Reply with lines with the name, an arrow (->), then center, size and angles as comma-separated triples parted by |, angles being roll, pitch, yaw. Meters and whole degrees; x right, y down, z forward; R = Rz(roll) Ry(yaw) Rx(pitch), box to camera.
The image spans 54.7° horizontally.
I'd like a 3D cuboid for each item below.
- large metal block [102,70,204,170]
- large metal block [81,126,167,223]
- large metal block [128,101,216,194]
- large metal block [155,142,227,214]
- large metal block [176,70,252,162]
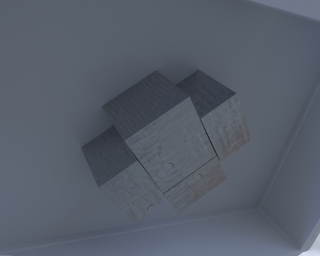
large metal block -> -0.010, -0.012, 0.360 | 0.080, 0.080, 0.050 | -35, 129, -6
large metal block -> -0.045, 0.056, 0.383 | 0.050, 0.080, 0.080 | -35, 129, -5
large metal block -> 0.010, 0.021, 0.392 | 0.080, 0.080, 0.050 | -35, 129, -6
large metal block -> 0.030, 0.055, 0.425 | 0.080, 0.080, 0.050 | -35, 129, -6
large metal block -> 0.064, -0.017, 0.398 | 0.050, 0.080, 0.080 | -35, 129, -5
